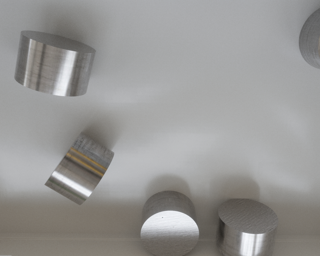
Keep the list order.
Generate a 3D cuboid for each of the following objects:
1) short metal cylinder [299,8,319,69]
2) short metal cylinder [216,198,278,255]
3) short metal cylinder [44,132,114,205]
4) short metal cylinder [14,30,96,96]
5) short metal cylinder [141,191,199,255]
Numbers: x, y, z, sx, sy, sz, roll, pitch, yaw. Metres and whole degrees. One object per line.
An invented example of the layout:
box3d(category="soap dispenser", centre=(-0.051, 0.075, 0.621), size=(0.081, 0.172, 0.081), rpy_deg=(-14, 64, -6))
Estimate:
box3d(category="short metal cylinder", centre=(0.213, -0.104, 0.361), size=(0.081, 0.050, 0.079), rpy_deg=(0, 110, 0))
box3d(category="short metal cylinder", centre=(0.121, 0.143, 0.436), size=(0.081, 0.080, 0.050), rpy_deg=(1, 110, -1))
box3d(category="short metal cylinder", centre=(-0.103, 0.051, 0.400), size=(0.050, 0.080, 0.080), rpy_deg=(35, 106, -12))
box3d(category="short metal cylinder", centre=(-0.119, -0.074, 0.353), size=(0.080, 0.080, 0.050), rpy_deg=(16, 109, -6))
box3d(category="short metal cylinder", centre=(0.014, 0.139, 0.449), size=(0.081, 0.050, 0.079), rpy_deg=(0, 110, 0))
